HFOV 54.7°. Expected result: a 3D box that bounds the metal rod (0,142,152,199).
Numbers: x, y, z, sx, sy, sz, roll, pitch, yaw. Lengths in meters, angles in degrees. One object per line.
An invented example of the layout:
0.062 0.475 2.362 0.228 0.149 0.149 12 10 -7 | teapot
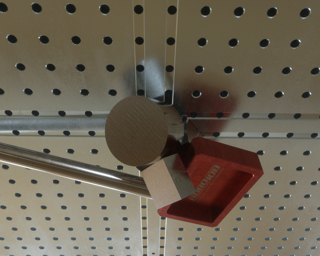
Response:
-0.142 0.049 0.413 0.302 0.025 0.025 13 130 3 | metal rod

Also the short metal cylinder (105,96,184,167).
-0.018 0.004 0.371 0.080 0.080 0.050 -28 168 21 | short metal cylinder

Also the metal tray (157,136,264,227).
0.060 0.076 0.404 0.091 0.030 0.129 16 128 -14 | metal tray

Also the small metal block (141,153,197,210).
0.009 0.064 0.371 0.025 0.050 0.050 -15 164 -41 | small metal block

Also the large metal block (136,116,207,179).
0.025 0.042 0.430 0.080 0.050 0.080 -28 125 21 | large metal block
